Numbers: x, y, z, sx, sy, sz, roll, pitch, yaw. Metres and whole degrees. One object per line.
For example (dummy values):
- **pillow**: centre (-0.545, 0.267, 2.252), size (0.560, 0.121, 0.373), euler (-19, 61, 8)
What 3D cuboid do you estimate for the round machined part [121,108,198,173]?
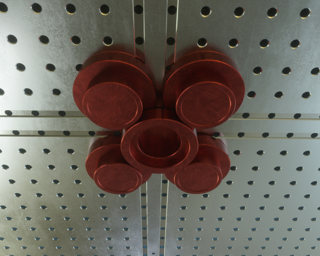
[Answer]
- **round machined part**: centre (-0.001, 0.013, 0.409), size (0.099, 0.042, 0.097), euler (-1, 130, 0)

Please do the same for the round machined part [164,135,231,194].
- **round machined part**: centre (0.054, 0.059, 0.451), size (0.099, 0.042, 0.097), euler (-1, 130, 0)

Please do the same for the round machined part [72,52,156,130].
- **round machined part**: centre (-0.054, -0.036, 0.368), size (0.099, 0.042, 0.097), euler (-1, 130, 0)

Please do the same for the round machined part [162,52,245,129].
- **round machined part**: centre (0.052, -0.037, 0.369), size (0.099, 0.042, 0.097), euler (-1, 130, 0)

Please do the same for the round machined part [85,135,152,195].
- **round machined part**: centre (-0.059, 0.060, 0.451), size (0.099, 0.042, 0.097), euler (-1, 130, 0)
